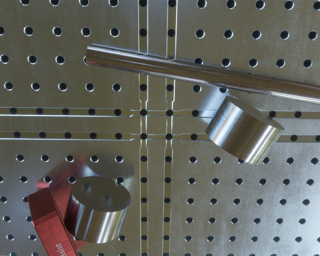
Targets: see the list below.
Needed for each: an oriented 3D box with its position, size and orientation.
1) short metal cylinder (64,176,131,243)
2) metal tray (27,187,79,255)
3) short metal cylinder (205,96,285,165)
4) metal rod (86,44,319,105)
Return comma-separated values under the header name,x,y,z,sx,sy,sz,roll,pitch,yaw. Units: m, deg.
name,x,y,z,sx,sy,sz,roll,pitch,yaw
short metal cylinder,-0.085,0.109,0.423,0.080,0.080,0.050,17,109,-6
metal tray,-0.142,0.158,0.433,0.030,0.090,0.129,-24,111,-21
short metal cylinder,0.104,0.001,0.386,0.080,0.080,0.050,25,108,-9
metal rod,0.061,-0.066,0.389,0.302,0.025,0.025,9,110,-4
